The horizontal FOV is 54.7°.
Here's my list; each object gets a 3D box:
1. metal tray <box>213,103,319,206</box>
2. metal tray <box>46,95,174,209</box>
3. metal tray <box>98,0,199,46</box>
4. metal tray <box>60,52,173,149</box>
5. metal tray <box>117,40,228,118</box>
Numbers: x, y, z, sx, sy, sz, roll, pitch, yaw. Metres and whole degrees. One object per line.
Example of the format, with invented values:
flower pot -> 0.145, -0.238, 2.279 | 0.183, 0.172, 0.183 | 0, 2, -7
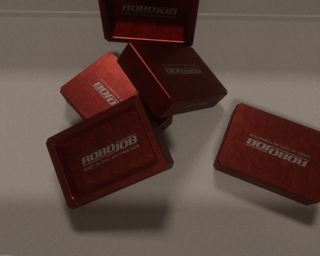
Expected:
metal tray -> 0.146, 0.032, 0.397 | 0.131, 0.030, 0.090 | 21, 71, 7
metal tray -> -0.061, 0.029, 0.365 | 0.130, 0.030, 0.090 | -25, 80, 13
metal tray -> -0.015, -0.161, 0.431 | 0.131, 0.090, 0.030 | 4, 57, 1
metal tray -> -0.058, -0.030, 0.417 | 0.090, 0.030, 0.130 | -41, 75, -14
metal tray -> 0.020, -0.064, 0.388 | 0.131, 0.030, 0.090 | -14, 64, -51
